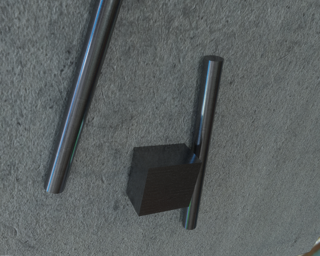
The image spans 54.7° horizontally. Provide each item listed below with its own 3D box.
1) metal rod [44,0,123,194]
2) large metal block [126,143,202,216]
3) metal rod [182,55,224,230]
[{"bbox_3d":[-0.078,-0.056,0.330,0.025,0.025,0.298,9,114,-33],"label":"metal rod"},{"bbox_3d":[0.004,0.071,0.438,0.081,0.050,0.079,-3,120,-28],"label":"large metal block"},{"bbox_3d":[0.060,0.040,0.466,0.025,0.025,0.298,-11,123,-23],"label":"metal rod"}]
